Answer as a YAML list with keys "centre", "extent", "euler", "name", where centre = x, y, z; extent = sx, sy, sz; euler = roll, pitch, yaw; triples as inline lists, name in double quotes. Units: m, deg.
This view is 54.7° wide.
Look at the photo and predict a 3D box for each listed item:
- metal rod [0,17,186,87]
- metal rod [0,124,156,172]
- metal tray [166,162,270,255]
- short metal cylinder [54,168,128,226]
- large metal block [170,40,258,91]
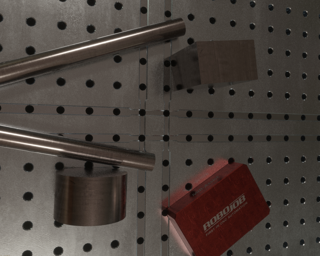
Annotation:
- centre: [-0.105, -0.088, 0.374]
  extent: [0.302, 0.025, 0.025]
  euler: [-21, 97, -19]
  name: "metal rod"
- centre: [-0.149, 0.015, 0.357]
  extent: [0.302, 0.025, 0.025]
  euler: [13, 86, -20]
  name: "metal rod"
- centre: [0.086, 0.120, 0.443]
  extent: [0.131, 0.030, 0.090]
  euler: [-33, 101, -17]
  name: "metal tray"
- centre: [-0.079, 0.075, 0.355]
  extent: [0.081, 0.080, 0.050]
  euler: [2, 90, -20]
  name: "short metal cylinder"
- centre: [0.069, -0.081, 0.410]
  extent: [0.081, 0.080, 0.050]
  euler: [-8, 93, -20]
  name: "large metal block"
